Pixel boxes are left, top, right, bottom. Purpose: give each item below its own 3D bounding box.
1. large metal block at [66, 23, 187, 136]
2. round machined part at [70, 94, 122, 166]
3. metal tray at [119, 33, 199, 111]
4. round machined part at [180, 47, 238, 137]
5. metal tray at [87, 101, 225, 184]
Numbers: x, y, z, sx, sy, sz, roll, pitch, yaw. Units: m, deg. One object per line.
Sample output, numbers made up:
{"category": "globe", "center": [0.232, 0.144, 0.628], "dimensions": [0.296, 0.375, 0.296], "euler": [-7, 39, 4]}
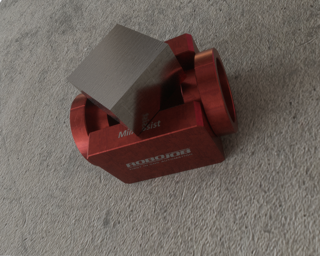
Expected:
{"category": "large metal block", "center": [-0.034, -0.052, 0.319], "dimensions": [0.080, 0.050, 0.080], "euler": [34, 80, 38]}
{"category": "round machined part", "center": [-0.066, -0.003, 0.393], "dimensions": [0.042, 0.098, 0.098], "euler": [-15, 56, 20]}
{"category": "metal tray", "center": [-0.005, -0.060, 0.403], "dimensions": [0.130, 0.090, 0.030], "euler": [-17, 55, 18]}
{"category": "round machined part", "center": [0.055, -0.037, 0.352], "dimensions": [0.042, 0.098, 0.098], "euler": [-15, 56, 20]}
{"category": "metal tray", "center": [-0.003, 0.022, 0.348], "dimensions": [0.130, 0.090, 0.030], "euler": [-16, 56, 18]}
